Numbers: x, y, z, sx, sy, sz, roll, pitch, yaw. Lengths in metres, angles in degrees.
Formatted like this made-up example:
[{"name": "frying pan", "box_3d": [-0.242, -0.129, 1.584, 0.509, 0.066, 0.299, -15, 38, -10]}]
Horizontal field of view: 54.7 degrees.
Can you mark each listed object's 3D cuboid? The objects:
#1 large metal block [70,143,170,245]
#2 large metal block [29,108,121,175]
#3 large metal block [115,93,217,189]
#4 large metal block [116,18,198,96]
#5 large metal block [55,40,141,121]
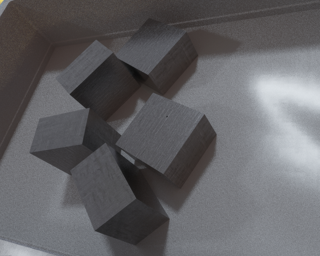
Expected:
[{"name": "large metal block", "box_3d": [-0.044, 0.075, 0.346, 0.050, 0.080, 0.080, -39, 51, 2]}, {"name": "large metal block", "box_3d": [-0.107, 0.022, 0.411, 0.080, 0.080, 0.050, -10, 58, 23]}, {"name": "large metal block", "box_3d": [0.008, 0.014, 0.376, 0.080, 0.050, 0.080, 27, 76, 36]}, {"name": "large metal block", "box_3d": [-0.006, -0.106, 0.457, 0.080, 0.050, 0.080, 35, 81, 38]}, {"name": "large metal block", "box_3d": [-0.089, -0.067, 0.456, 0.080, 0.080, 0.050, -45, 51, -3]}]
